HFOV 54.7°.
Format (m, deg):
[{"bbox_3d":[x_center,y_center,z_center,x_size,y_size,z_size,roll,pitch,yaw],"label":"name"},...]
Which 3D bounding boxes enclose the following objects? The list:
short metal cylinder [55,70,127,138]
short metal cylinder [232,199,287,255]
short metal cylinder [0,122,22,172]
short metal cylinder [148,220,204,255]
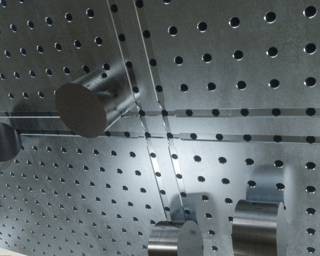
[{"bbox_3d":[-0.093,-0.033,0.422,0.080,0.050,0.079,13,124,20],"label":"short metal cylinder"},{"bbox_3d":[0.127,0.132,0.390,0.050,0.080,0.080,-3,117,29],"label":"short metal cylinder"},{"bbox_3d":[-0.296,0.035,0.550,0.080,0.080,0.050,46,129,-5],"label":"short metal cylinder"},{"bbox_3d":[0.026,0.183,0.474,0.050,0.080,0.080,-12,113,33],"label":"short metal cylinder"}]
